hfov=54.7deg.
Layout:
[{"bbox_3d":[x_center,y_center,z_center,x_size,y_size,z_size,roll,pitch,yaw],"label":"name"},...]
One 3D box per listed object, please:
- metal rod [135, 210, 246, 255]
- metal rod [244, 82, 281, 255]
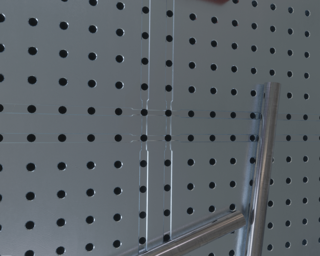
[{"bbox_3d":[-0.018,0.175,0.406,0.302,0.025,0.025,-17,96,-19],"label":"metal rod"},{"bbox_3d":[0.154,0.080,0.469,0.025,0.025,0.298,9,87,-20],"label":"metal rod"}]
